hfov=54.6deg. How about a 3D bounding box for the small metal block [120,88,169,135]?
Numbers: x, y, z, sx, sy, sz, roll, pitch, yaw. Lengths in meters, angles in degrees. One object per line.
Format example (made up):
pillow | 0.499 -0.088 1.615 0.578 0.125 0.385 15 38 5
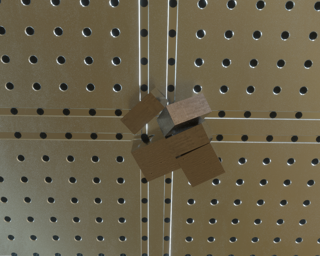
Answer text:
small metal block | -0.018 -0.023 0.390 0.050 0.050 0.025 -41 96 14

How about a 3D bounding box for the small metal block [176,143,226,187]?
small metal block | 0.056 0.047 0.431 0.050 0.025 0.050 -27 108 9

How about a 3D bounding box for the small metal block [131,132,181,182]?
small metal block | -0.005 0.039 0.428 0.050 0.025 0.050 -24 109 9

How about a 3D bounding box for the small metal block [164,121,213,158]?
small metal block | 0.039 0.014 0.400 0.050 0.050 0.025 -24 89 14

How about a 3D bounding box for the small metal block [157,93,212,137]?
small metal block | 0.028 -0.015 0.383 0.050 0.050 0.025 -20 79 -19
